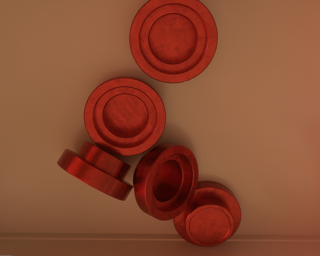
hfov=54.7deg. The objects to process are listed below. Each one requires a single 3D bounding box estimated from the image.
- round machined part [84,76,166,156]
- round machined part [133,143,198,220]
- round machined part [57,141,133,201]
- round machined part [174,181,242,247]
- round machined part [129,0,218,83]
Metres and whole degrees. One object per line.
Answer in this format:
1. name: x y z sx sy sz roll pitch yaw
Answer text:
1. round machined part: -0.043 -0.017 0.392 0.099 0.042 0.097 -1 105 -3
2. round machined part: 0.004 0.067 0.409 0.099 0.042 0.097 -10 104 -43
3. round machined part: -0.076 0.050 0.396 0.098 0.098 0.042 32 81 -11
4. round machined part: 0.069 0.130 0.446 0.099 0.042 0.097 0 105 -1
5. round machined part: 0.015 -0.105 0.364 0.099 0.042 0.097 0 110 0
